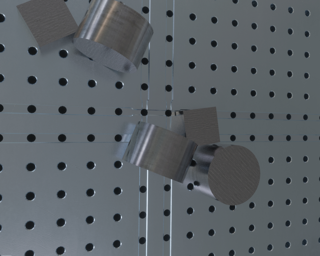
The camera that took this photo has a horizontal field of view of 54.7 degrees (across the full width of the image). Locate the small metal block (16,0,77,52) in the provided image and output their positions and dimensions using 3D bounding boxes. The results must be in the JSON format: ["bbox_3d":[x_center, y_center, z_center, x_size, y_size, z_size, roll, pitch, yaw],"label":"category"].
[{"bbox_3d":[-0.130,-0.125,0.364,0.050,0.025,0.050,-31,100,-17],"label":"small metal block"}]

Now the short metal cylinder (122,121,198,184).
[{"bbox_3d":[0.000,0.030,0.383,0.080,0.080,0.050,24,82,-19],"label":"short metal cylinder"}]

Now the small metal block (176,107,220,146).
[{"bbox_3d":[0.053,-0.002,0.432,0.050,0.025,0.050,-8,93,-20],"label":"small metal block"}]

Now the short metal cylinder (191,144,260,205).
[{"bbox_3d":[0.091,0.062,0.433,0.081,0.050,0.079,0,90,-20],"label":"short metal cylinder"}]

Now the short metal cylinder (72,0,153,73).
[{"bbox_3d":[-0.054,-0.105,0.363,0.080,0.080,0.050,25,82,-19],"label":"short metal cylinder"}]
